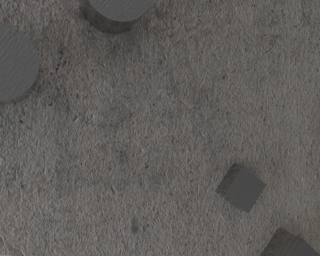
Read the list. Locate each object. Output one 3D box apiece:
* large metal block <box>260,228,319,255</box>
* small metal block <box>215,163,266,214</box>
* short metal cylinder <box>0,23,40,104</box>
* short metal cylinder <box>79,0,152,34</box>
[{"bbox_3d":[0.200,0.215,0.470,0.080,0.050,0.080,44,76,-15],"label":"large metal block"},{"bbox_3d":[0.118,0.088,0.453,0.050,0.025,0.050,39,77,-16],"label":"small metal block"},{"bbox_3d":[-0.172,-0.066,0.332,0.081,0.050,0.079,0,90,-20],"label":"short metal cylinder"},{"bbox_3d":[-0.055,-0.161,0.375,0.081,0.050,0.079,0,90,-20],"label":"short metal cylinder"}]
